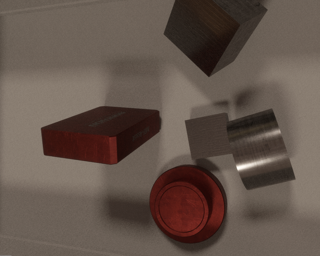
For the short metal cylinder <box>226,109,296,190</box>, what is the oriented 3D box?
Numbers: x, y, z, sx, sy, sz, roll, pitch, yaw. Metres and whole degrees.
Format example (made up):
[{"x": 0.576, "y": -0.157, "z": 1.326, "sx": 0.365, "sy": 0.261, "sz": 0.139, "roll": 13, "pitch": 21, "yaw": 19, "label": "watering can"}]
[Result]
[{"x": 0.111, "y": 0.024, "z": 0.342, "sx": 0.050, "sy": 0.080, "sz": 0.080, "roll": -18, "pitch": 84, "yaw": 19, "label": "short metal cylinder"}]

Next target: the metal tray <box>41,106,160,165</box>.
[{"x": -0.064, "y": 0.003, "z": 0.374, "sx": 0.090, "sy": 0.131, "sz": 0.030, "roll": 5, "pitch": 106, "yaw": 19, "label": "metal tray"}]

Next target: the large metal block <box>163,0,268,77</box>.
[{"x": 0.059, "y": -0.120, "z": 0.354, "sx": 0.080, "sy": 0.050, "sz": 0.080, "roll": 47, "pitch": 148, "yaw": 13, "label": "large metal block"}]

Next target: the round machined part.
[{"x": 0.032, "y": 0.097, "z": 0.390, "sx": 0.098, "sy": 0.042, "sz": 0.097, "roll": 0, "pitch": 90, "yaw": 19, "label": "round machined part"}]

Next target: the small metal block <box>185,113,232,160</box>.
[{"x": 0.063, "y": 0.010, "z": 0.388, "sx": 0.050, "sy": 0.025, "sz": 0.050, "roll": -11, "pitch": 86, "yaw": 19, "label": "small metal block"}]
